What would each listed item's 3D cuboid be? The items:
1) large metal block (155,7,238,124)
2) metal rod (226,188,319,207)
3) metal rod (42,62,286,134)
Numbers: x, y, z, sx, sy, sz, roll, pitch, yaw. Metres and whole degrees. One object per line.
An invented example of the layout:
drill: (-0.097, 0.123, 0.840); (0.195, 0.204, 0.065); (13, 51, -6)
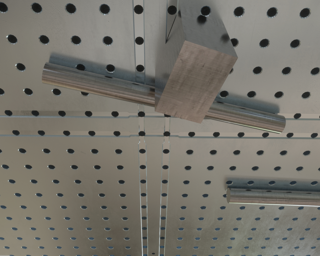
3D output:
large metal block: (0.031, -0.065, 0.321); (0.050, 0.080, 0.079); (15, 129, -13)
metal rod: (0.263, 0.118, 0.516); (0.302, 0.025, 0.025); (3, 130, -3)
metal rod: (0.014, -0.034, 0.382); (0.302, 0.025, 0.025); (11, 129, -10)
